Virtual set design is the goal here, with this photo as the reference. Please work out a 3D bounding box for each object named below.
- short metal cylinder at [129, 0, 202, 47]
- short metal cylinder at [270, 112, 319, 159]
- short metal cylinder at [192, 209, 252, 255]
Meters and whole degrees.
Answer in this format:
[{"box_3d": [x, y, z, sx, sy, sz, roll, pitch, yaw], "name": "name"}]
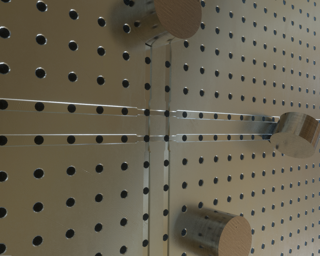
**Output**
[{"box_3d": [0.008, -0.150, 0.398, 0.081, 0.050, 0.079, 0, 90, -40], "name": "short metal cylinder"}, {"box_3d": [0.259, 0.014, 0.589, 0.080, 0.080, 0.050, 47, 62, -30], "name": "short metal cylinder"}, {"box_3d": [0.096, 0.169, 0.473, 0.081, 0.050, 0.079, 0, 90, -40], "name": "short metal cylinder"}]
